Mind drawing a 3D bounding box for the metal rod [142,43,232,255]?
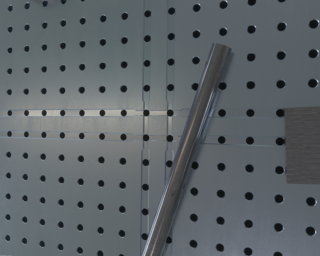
[{"bbox_3d":[0.031,0.040,0.401,0.025,0.025,0.298,20,97,19],"label":"metal rod"}]

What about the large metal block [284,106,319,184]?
[{"bbox_3d":[0.179,0.017,0.336,0.080,0.050,0.080,-2,90,20],"label":"large metal block"}]
